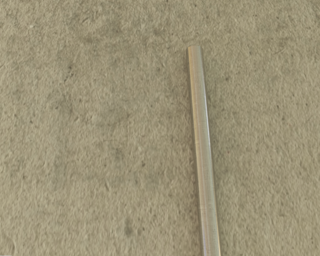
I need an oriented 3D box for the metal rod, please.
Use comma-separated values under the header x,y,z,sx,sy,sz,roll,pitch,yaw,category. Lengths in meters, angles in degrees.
x,y,z,sx,sy,sz,roll,pitch,yaw,category
0.055,0.028,0.398,0.025,0.025,0.299,-2,70,-1,metal rod
